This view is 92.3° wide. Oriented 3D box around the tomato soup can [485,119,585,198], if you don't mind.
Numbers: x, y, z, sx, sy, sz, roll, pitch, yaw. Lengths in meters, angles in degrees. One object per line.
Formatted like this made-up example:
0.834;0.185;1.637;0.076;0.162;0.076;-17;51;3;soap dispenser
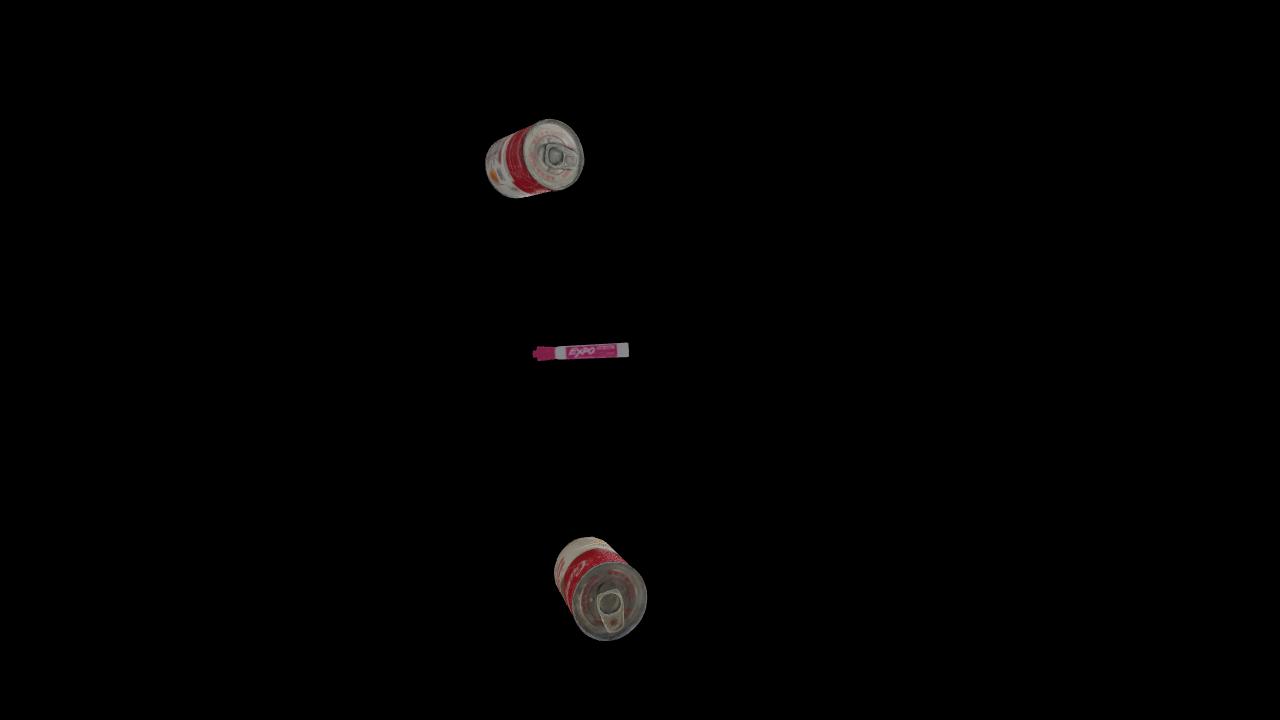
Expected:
-0.113;-0.206;0.641;0.068;0.068;0.101;0;6;-36;tomato soup can

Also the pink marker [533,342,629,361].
-0.075;-0.010;0.778;0.121;0.020;0.020;-3;0;-4;pink marker

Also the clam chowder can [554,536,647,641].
-0.040;0.210;0.578;0.068;0.068;0.102;0;-2;-17;clam chowder can
